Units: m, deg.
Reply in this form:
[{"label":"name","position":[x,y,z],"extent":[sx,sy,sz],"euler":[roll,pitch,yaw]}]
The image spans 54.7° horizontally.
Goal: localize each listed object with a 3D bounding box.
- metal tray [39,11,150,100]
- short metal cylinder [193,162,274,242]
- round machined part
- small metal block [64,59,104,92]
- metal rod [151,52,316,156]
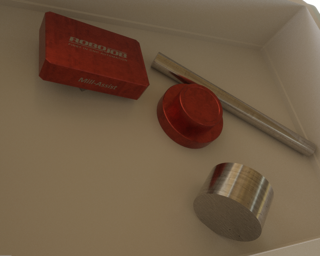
[{"label":"metal tray","position":[-0.083,-0.090,0.397],"extent":[0.131,0.030,0.090],"euler":[9,51,-32]},{"label":"short metal cylinder","position":[0.087,0.087,0.366],"extent":[0.080,0.080,0.050],"euler":[40,51,-2]},{"label":"round machined part","position":[0.049,-0.023,0.437],"extent":[0.099,0.042,0.098],"euler":[14,56,-21]},{"label":"small metal block","position":[-0.093,-0.082,0.407],"extent":[0.050,0.025,0.050],"euler":[-30,79,-38]},{"label":"metal rod","position":[0.123,-0.034,0.494],"extent":[0.301,0.025,0.025],"euler":[28,52,-11]}]
